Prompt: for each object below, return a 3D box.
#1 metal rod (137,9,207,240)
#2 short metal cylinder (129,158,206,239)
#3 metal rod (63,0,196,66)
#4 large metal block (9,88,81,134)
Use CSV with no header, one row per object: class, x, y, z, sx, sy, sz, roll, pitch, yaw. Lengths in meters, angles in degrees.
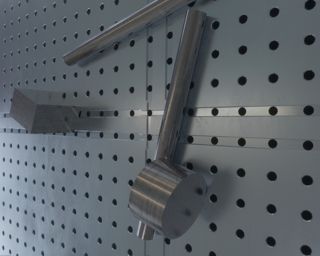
metal rod,0.012,0.004,0.398,0.025,0.025,0.298,21,103,38
short metal cylinder,0.010,0.082,0.365,0.050,0.081,0.079,20,103,38
metal rod,-0.044,-0.147,0.445,0.300,0.025,0.025,-14,81,39
large metal block,-0.200,-0.030,0.538,0.080,0.081,0.050,29,108,36
